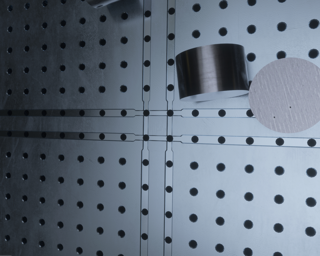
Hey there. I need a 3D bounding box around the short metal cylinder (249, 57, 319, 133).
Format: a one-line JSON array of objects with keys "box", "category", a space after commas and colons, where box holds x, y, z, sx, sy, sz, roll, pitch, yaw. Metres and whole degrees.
[{"box": [0.143, -0.034, 0.349, 0.080, 0.050, 0.079, 0, 90, 20], "category": "short metal cylinder"}]

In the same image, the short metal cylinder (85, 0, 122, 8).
[{"box": [-0.075, -0.207, 0.410, 0.050, 0.080, 0.080, -11, 87, 20], "category": "short metal cylinder"}]

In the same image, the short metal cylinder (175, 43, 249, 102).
[{"box": [0.060, -0.062, 0.362, 0.080, 0.080, 0.050, -7, 88, 20], "category": "short metal cylinder"}]
